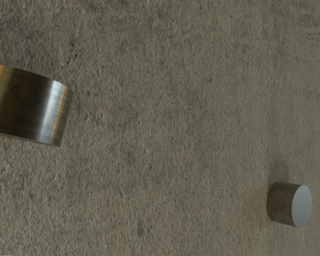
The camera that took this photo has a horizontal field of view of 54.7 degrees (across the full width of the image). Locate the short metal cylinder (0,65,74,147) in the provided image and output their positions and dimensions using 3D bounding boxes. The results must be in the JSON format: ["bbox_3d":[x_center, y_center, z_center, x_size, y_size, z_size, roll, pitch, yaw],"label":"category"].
[{"bbox_3d":[-0.121,-0.016,0.267,0.080,0.080,0.050,19,78,-39],"label":"short metal cylinder"}]

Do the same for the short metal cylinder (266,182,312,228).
[{"bbox_3d":[0.250,0.147,0.598,0.081,0.050,0.080,0,90,-40],"label":"short metal cylinder"}]
